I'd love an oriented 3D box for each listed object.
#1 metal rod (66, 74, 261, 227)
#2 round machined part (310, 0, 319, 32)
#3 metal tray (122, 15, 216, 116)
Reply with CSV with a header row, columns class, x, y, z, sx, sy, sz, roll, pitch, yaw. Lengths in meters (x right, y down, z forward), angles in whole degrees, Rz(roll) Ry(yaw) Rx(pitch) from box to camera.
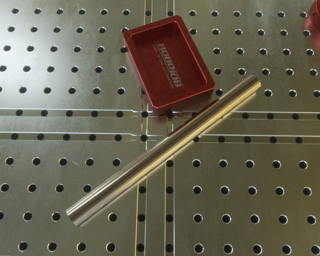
class,x,y,z,sx,sy,sz,roll,pitch,yaw
metal rod,0.014,0.022,0.403,0.301,0.025,0.025,-36,74,-12
round machined part,0.287,-0.183,0.471,0.099,0.042,0.098,0,70,0
metal tray,0.011,-0.091,0.442,0.091,0.030,0.130,-20,71,-7
